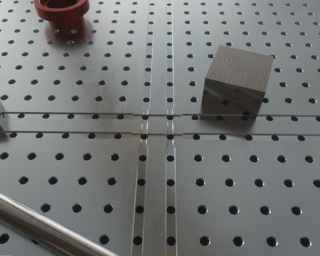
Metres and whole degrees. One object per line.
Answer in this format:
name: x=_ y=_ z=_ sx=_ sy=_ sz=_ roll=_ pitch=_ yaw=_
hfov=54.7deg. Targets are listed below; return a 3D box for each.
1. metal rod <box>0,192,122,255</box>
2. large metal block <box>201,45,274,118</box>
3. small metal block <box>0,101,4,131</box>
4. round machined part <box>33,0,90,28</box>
metal rod: x=-0.103 y=0.111 z=0.313 sx=0.301 sy=0.025 sz=0.025 roll=21 pitch=53 yaw=16
large metal block: x=0.113 y=-0.069 z=0.450 sx=0.080 sy=0.050 sz=0.080 roll=16 pitch=52 yaw=13
small metal block: x=-0.244 y=-0.017 z=0.420 sx=0.050 sy=0.025 sz=0.050 roll=-15 pitch=52 yaw=-12
round machined part: x=-0.182 y=-0.226 z=0.585 sx=0.099 sy=0.042 sz=0.098 roll=0 pitch=50 yaw=0
